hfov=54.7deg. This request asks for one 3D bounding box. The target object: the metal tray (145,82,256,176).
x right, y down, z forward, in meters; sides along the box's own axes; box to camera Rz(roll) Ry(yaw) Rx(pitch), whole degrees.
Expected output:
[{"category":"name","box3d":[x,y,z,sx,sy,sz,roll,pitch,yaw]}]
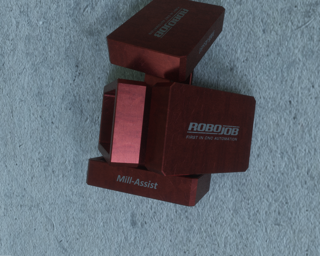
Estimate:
[{"category":"metal tray","box3d":[0.049,0.003,0.339,0.030,0.131,0.089,9,94,53]}]

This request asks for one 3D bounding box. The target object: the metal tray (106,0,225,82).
[{"category":"metal tray","box3d":[0.011,-0.109,0.357,0.090,0.130,0.030,19,137,18]}]

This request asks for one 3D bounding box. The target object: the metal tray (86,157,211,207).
[{"category":"metal tray","box3d":[-0.010,0.058,0.378,0.130,0.090,0.030,8,93,19]}]

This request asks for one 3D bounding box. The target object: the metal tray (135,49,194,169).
[{"category":"metal tray","box3d":[0.009,-0.021,0.371,0.030,0.090,0.129,8,93,19]}]

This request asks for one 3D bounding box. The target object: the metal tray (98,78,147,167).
[{"category":"metal tray","box3d":[-0.050,-0.009,0.375,0.030,0.130,0.089,5,92,-17]}]
